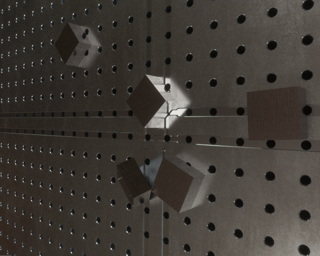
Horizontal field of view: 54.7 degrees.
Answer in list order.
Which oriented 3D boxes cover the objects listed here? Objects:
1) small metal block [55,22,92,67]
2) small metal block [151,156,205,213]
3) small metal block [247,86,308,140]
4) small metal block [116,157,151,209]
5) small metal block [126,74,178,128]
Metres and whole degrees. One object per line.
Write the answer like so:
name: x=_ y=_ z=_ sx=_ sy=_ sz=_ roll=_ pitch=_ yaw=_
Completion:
small metal block: x=-0.149 y=-0.142 z=0.529 sx=0.050 sy=0.025 sz=0.050 roll=-47 pitch=63 yaw=29
small metal block: x=0.022 y=0.070 z=0.390 sx=0.050 sy=0.025 sz=0.050 roll=31 pitch=109 yaw=35
small metal block: x=0.117 y=-0.013 z=0.312 sx=0.050 sy=0.025 sz=0.050 roll=-3 pitch=88 yaw=39
small metal block: x=-0.036 y=0.075 z=0.421 sx=0.050 sy=0.025 sz=0.050 roll=58 pitch=160 yaw=23
small metal block: x=-0.012 y=-0.035 z=0.417 sx=0.050 sy=0.025 sz=0.050 roll=-50 pitch=61 yaw=28
